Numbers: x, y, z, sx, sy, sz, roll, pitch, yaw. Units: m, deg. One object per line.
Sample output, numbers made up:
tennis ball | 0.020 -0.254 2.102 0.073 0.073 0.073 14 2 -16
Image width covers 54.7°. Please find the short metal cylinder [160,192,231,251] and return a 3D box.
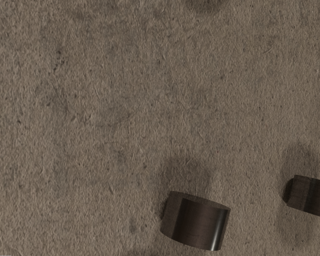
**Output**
short metal cylinder | 0.045 0.117 0.398 0.081 0.080 0.050 18 84 -20

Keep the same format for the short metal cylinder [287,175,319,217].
short metal cylinder | 0.241 0.107 0.471 0.081 0.080 0.050 19 84 -20
